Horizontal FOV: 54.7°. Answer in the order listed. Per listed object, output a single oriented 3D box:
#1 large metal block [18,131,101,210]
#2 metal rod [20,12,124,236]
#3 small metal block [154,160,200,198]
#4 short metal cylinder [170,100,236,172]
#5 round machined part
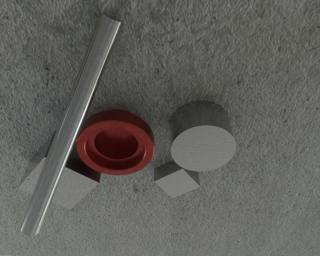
[{"bbox_3d":[-0.139,0.063,0.442,0.080,0.050,0.080,32,123,-25],"label":"large metal block"},{"bbox_3d":[-0.112,0.012,0.366,0.025,0.025,0.298,21,112,-17],"label":"metal rod"},{"bbox_3d":[0.026,0.076,0.473,0.050,0.025,0.050,-28,125,21],"label":"small metal block"},{"bbox_3d":[0.053,0.011,0.401,0.081,0.050,0.079,0,130,0],"label":"short metal cylinder"},{"bbox_3d":[-0.057,0.015,0.408,0.099,0.042,0.097,-1,130,0],"label":"round machined part"}]
